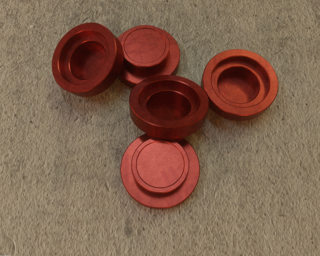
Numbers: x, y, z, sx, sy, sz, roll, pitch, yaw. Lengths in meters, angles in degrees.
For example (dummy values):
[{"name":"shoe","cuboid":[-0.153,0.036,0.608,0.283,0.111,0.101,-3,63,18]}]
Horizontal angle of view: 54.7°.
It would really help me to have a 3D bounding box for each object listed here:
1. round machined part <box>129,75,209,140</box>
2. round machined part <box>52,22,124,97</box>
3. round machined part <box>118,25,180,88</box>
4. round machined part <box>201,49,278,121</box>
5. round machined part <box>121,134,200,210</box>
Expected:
[{"name":"round machined part","cuboid":[0.011,-0.022,0.397,0.099,0.042,0.098,2,47,-2]},{"name":"round machined part","cuboid":[-0.093,-0.088,0.420,0.098,0.042,0.098,-5,76,20]},{"name":"round machined part","cuboid":[-0.020,-0.105,0.438,0.099,0.042,0.098,0,70,-1]},{"name":"round machined part","cuboid":[0.105,-0.054,0.421,0.099,0.042,0.098,0,70,-1]},{"name":"round machined part","cuboid":[0.000,0.049,0.382,0.099,0.042,0.098,0,70,-1]}]
